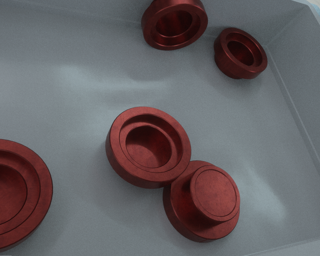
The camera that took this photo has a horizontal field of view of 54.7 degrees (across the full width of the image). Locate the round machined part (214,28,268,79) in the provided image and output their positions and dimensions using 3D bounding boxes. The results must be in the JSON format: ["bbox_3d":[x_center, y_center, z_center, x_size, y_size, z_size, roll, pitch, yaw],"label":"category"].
[{"bbox_3d":[0.136,-0.125,0.543,0.099,0.042,0.098,14,56,-21],"label":"round machined part"}]

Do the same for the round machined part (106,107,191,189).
[{"bbox_3d":[-0.016,0.026,0.367,0.099,0.042,0.098,12,55,-17],"label":"round machined part"}]

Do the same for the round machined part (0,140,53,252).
[{"bbox_3d":[-0.150,0.062,0.276,0.099,0.042,0.098,14,56,-21],"label":"round machined part"}]

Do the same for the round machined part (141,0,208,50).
[{"bbox_3d":[0.019,-0.165,0.469,0.099,0.098,0.042,0,64,-28],"label":"round machined part"}]

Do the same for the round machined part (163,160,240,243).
[{"bbox_3d":[0.056,0.084,0.374,0.099,0.042,0.098,14,56,-21],"label":"round machined part"}]
